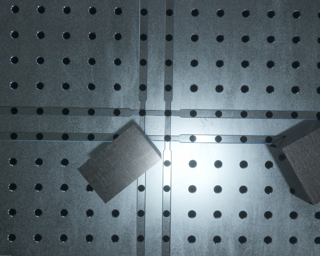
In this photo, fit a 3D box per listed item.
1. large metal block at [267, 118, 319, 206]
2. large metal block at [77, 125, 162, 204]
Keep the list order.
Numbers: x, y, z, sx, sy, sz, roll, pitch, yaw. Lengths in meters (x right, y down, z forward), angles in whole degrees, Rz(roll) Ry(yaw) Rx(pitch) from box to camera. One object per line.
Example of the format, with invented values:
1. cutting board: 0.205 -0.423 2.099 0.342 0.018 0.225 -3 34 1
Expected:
1. large metal block: 0.203 0.041 0.404 0.080 0.050 0.080 -29 90 0
2. large metal block: -0.045 0.040 0.385 0.080 0.080 0.050 -38 90 0
